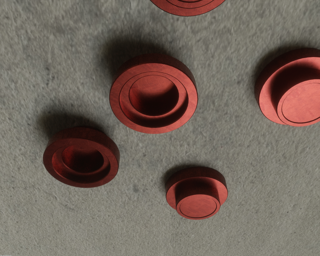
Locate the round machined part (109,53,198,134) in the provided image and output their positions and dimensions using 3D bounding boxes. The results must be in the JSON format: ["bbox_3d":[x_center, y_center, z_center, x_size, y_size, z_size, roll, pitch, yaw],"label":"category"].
[{"bbox_3d":[-0.007,-0.043,0.359,0.099,0.042,0.097,-1,130,0],"label":"round machined part"}]

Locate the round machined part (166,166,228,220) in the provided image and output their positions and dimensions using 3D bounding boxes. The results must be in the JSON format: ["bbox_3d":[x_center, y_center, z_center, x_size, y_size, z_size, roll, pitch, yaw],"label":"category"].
[{"bbox_3d":[0.059,0.109,0.490,0.099,0.042,0.097,-1,130,0],"label":"round machined part"}]

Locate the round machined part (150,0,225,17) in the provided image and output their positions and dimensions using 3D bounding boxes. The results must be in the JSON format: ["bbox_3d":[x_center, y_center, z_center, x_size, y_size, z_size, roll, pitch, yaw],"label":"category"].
[{"bbox_3d":[0.026,-0.146,0.272,0.099,0.042,0.097,-1,130,0],"label":"round machined part"}]

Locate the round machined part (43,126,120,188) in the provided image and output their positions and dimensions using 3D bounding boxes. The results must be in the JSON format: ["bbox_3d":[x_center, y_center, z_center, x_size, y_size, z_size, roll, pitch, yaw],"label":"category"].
[{"bbox_3d":[-0.104,0.035,0.425,0.099,0.042,0.097,-1,130,0],"label":"round machined part"}]

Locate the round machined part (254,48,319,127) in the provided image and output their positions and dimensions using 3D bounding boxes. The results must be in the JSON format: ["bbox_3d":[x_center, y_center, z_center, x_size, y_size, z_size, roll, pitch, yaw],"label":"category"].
[{"bbox_3d":[0.166,-0.040,0.365,0.099,0.042,0.097,-1,130,0],"label":"round machined part"}]
